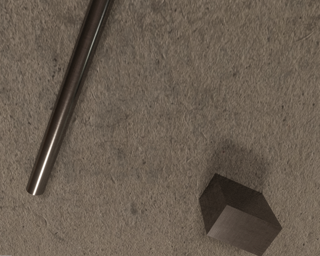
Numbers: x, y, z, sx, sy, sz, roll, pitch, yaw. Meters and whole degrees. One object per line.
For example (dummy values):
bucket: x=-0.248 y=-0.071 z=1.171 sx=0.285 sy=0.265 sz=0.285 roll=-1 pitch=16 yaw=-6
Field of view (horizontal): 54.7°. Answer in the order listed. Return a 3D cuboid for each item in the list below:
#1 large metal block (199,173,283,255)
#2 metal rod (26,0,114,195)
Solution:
large metal block: x=0.106 y=0.116 z=0.425 sx=0.080 sy=0.080 sz=0.050 roll=25 pitch=108 yaw=-9
metal rod: x=-0.116 y=-0.040 z=0.393 sx=0.025 sy=0.025 sz=0.298 roll=23 pitch=108 yaw=-9
